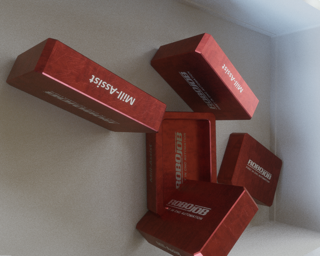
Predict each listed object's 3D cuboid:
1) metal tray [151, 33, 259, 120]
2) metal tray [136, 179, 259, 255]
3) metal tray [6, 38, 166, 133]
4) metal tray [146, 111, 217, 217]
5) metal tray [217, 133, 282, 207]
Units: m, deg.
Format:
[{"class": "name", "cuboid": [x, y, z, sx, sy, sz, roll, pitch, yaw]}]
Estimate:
[{"class": "metal tray", "cuboid": [0.060, -0.060, 0.414, 0.130, 0.090, 0.030, 43, 64, -32]}, {"class": "metal tray", "cuboid": [0.038, 0.105, 0.364, 0.090, 0.130, 0.030, -44, 108, -26]}, {"class": "metal tray", "cuboid": [-0.070, -0.033, 0.305, 0.131, 0.090, 0.030, 28, 73, -37]}, {"class": "metal tray", "cuboid": [0.029, 0.044, 0.409, 0.091, 0.030, 0.129, -1, 89, -26]}, {"class": "metal tray", "cuboid": [0.159, 0.074, 0.537, 0.130, 0.030, 0.090, 32, 70, -36]}]
